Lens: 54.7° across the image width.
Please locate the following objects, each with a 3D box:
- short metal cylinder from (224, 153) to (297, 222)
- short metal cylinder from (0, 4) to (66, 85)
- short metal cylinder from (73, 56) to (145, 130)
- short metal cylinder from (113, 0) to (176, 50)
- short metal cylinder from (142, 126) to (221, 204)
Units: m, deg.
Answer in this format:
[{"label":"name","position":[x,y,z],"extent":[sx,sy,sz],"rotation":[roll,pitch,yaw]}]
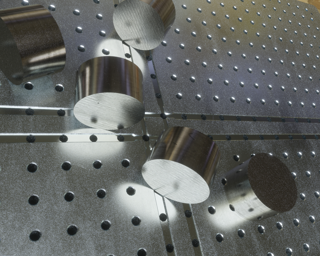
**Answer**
[{"label":"short metal cylinder","position":[0.135,0.080,0.418],"extent":[0.081,0.050,0.080],"rotation":[14,56,-21]},{"label":"short metal cylinder","position":[-0.151,-0.094,0.349],"extent":[0.050,0.080,0.080],"rotation":[-30,79,-38]},{"label":"short metal cylinder","position":[-0.059,-0.039,0.366],"extent":[0.081,0.080,0.050],"rotation":[9,58,-24]},{"label":"short metal cylinder","position":[-0.023,-0.165,0.463],"extent":[0.080,0.080,0.050],"rotation":[32,52,-8]},{"label":"short metal cylinder","position":[0.026,0.044,0.362],"extent":[0.080,0.080,0.050],"rotation":[33,51,-7]}]
